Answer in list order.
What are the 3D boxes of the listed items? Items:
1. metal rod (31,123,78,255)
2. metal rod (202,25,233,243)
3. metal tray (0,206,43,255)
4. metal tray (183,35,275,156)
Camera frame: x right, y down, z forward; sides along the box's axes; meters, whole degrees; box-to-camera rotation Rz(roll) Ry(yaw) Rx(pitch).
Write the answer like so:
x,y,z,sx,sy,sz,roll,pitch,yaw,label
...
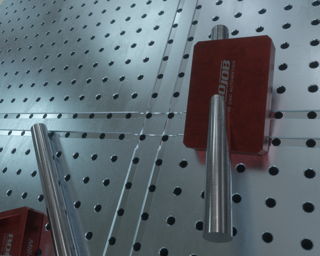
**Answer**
x,y,z,sx,sy,sz,roll,pitch,yaw,label
-0.140,0.103,0.416,0.025,0.025,0.300,-34,52,5,metal rod
0.068,-0.023,0.354,0.025,0.025,0.300,-10,47,22,metal rod
-0.207,0.176,0.402,0.090,0.030,0.130,-16,55,18,metal tray
0.080,-0.037,0.359,0.090,0.030,0.129,3,82,29,metal tray
